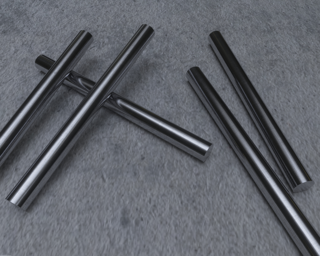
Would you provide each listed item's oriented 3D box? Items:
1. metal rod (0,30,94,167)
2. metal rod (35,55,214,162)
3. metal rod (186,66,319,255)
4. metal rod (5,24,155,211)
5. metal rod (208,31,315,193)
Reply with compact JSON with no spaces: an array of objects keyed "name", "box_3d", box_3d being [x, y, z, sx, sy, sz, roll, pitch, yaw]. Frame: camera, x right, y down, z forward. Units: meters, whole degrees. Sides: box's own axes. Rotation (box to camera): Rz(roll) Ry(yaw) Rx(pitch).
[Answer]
[{"name":"metal rod","box_3d":[-0.167,-0.023,0.399,0.025,0.025,0.300,17,58,13]},{"name":"metal rod","box_3d":[-0.064,-0.037,0.433,0.300,0.025,0.025,29,56,21]},{"name":"metal rod","box_3d":[0.104,0.023,0.384,0.025,0.025,0.300,-16,52,-13]},{"name":"metal rod","box_3d":[-0.087,-0.032,0.401,0.025,0.025,0.300,22,62,17]},{"name":"metal rod","box_3d":[0.129,-0.046,0.443,0.025,0.025,0.300,-10,51,-9]}]
